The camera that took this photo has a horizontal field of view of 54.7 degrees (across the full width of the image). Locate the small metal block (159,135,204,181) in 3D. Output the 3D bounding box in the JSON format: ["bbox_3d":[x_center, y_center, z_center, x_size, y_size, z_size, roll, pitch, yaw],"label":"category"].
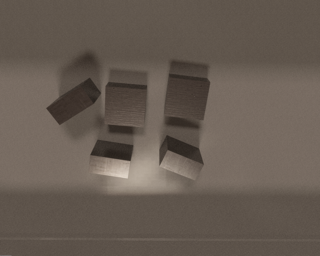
[{"bbox_3d":[0.027,0.039,0.413,0.050,0.050,0.025,23,108,-9],"label":"small metal block"}]

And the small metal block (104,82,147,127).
[{"bbox_3d":[-0.044,-0.030,0.400,0.050,0.025,0.050,5,110,-2],"label":"small metal block"}]

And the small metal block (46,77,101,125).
[{"bbox_3d":[-0.105,-0.034,0.384,0.050,0.050,0.025,-30,108,10],"label":"small metal block"}]

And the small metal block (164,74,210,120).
[{"bbox_3d":[0.034,-0.040,0.397,0.050,0.025,0.050,6,110,-3],"label":"small metal block"}]

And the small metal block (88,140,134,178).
[{"bbox_3d":[-0.064,0.040,0.412,0.050,0.050,0.025,9,110,-4],"label":"small metal block"}]
